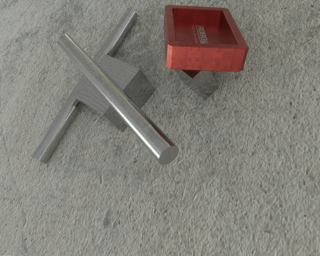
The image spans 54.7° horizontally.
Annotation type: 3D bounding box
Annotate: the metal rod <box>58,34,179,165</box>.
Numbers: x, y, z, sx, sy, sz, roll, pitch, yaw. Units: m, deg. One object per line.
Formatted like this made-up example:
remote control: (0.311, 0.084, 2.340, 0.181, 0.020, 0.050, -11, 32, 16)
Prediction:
metal rod: (-0.072, -0.056, 0.410, 0.025, 0.025, 0.300, -43, 52, -2)

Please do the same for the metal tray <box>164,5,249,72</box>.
metal tray: (0.052, -0.119, 0.398, 0.091, 0.030, 0.130, 2, 40, -3)

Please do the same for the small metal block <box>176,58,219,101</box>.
small metal block: (0.045, -0.070, 0.406, 0.025, 0.050, 0.050, -43, 51, -1)

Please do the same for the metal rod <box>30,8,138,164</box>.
metal rod: (-0.118, -0.078, 0.511, 0.025, 0.025, 0.300, 16, 70, 34)

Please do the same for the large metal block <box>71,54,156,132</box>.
large metal block: (-0.068, -0.052, 0.454, 0.080, 0.050, 0.080, 29, 78, 37)
